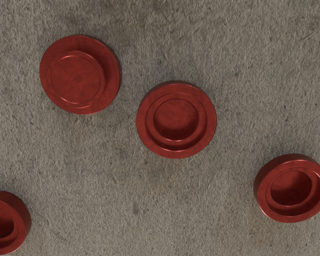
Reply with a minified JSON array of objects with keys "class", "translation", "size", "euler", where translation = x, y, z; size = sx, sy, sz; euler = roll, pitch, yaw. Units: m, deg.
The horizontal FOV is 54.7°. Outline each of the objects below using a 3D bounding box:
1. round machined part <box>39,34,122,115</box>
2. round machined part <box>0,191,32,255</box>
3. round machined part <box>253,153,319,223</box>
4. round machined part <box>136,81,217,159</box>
[{"class":"round machined part","translation":[-0.097,-0.062,0.377],"size":[0.099,0.042,0.097],"euler":[0,110,0]},{"class":"round machined part","translation":[-0.235,0.130,0.447],"size":[0.099,0.042,0.097],"euler":[0,110,0]},{"class":"round machined part","translation":[0.179,0.079,0.431],"size":[0.099,0.042,0.097],"euler":[0,110,0]},{"class":"round machined part","translation":[0.020,-0.013,0.396],"size":[0.099,0.042,0.097],"euler":[0,110,0]}]
